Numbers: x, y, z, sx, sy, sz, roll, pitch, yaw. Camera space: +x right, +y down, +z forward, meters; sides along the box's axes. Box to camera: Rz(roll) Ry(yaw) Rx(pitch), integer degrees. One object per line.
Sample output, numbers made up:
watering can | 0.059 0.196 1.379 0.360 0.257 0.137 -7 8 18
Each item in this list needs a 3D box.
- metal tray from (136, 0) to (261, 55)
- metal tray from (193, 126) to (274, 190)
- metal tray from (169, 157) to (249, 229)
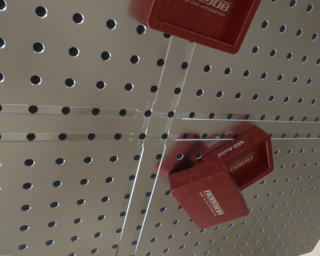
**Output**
metal tray | 0.049 -0.142 0.345 0.131 0.030 0.089 7 115 -32
metal tray | 0.125 0.065 0.515 0.131 0.030 0.090 -29 128 -10
metal tray | 0.081 0.109 0.497 0.090 0.030 0.130 -22 130 13
